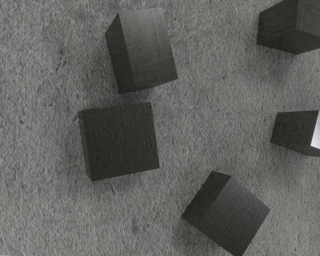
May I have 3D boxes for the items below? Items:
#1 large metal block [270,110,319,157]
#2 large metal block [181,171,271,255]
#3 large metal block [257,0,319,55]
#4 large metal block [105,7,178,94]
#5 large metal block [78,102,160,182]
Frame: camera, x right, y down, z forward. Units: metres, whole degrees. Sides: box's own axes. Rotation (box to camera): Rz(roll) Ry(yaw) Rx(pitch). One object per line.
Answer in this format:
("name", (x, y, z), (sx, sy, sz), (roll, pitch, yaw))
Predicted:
("large metal block", (0.229, 0.011, 0.464), (0.081, 0.080, 0.050), (18, 84, -19))
("large metal block", (0.091, 0.118, 0.429), (0.080, 0.050, 0.080), (40, 77, -16))
("large metal block", (0.203, -0.149, 0.454), (0.081, 0.080, 0.050), (7, 88, -20))
("large metal block", (-0.025, -0.088, 0.370), (0.050, 0.080, 0.080), (-14, 95, -19))
("large metal block", (-0.051, 0.014, 0.377), (0.081, 0.050, 0.080), (-9, 93, -20))
